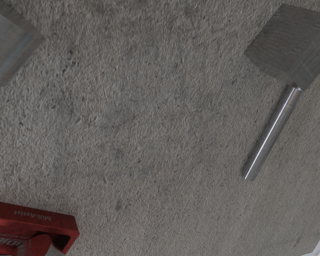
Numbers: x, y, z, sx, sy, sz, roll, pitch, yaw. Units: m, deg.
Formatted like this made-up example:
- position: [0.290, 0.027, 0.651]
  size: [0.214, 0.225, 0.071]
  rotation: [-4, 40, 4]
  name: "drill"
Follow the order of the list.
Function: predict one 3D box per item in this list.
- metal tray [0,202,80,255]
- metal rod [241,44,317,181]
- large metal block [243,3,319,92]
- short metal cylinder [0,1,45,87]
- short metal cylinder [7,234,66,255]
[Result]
- position: [-0.182, 0.145, 0.393]
  size: [0.131, 0.030, 0.090]
  rotation: [26, 104, -37]
  name: "metal tray"
- position: [0.205, -0.044, 0.491]
  size: [0.025, 0.025, 0.298]
  rotation: [8, 114, -32]
  name: "metal rod"
- position: [0.172, -0.105, 0.400]
  size: [0.050, 0.080, 0.080]
  rotation: [30, 102, -38]
  name: "large metal block"
- position: [-0.142, -0.078, 0.245]
  size: [0.050, 0.080, 0.080]
  rotation: [-49, 129, 6]
  name: "short metal cylinder"
- position: [-0.153, 0.177, 0.372]
  size: [0.080, 0.080, 0.050]
  rotation: [-31, 109, -8]
  name: "short metal cylinder"
